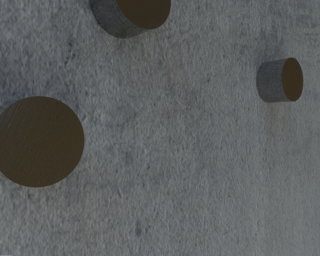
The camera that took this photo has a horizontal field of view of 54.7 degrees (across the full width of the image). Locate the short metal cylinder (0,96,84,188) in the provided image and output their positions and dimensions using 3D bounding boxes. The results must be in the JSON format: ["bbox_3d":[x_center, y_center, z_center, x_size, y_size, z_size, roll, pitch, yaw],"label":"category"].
[{"bbox_3d":[-0.119,0.012,0.289,0.081,0.050,0.079,0,90,-40],"label":"short metal cylinder"}]

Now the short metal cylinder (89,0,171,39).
[{"bbox_3d":[-0.034,-0.150,0.361,0.081,0.050,0.079,0,90,-40],"label":"short metal cylinder"}]

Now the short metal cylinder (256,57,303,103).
[{"bbox_3d":[0.225,-0.088,0.581,0.081,0.050,0.079,0,90,-40],"label":"short metal cylinder"}]
